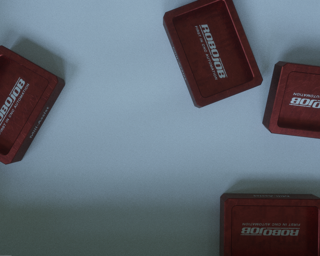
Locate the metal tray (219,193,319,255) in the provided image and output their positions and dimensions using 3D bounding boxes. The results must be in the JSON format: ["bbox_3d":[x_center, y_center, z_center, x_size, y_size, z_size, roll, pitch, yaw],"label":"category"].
[{"bbox_3d":[0.147,0.135,0.409,0.131,0.030,0.089,1,90,0],"label":"metal tray"}]

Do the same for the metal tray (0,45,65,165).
[{"bbox_3d":[-0.198,-0.029,0.407,0.090,0.030,0.130,30,90,0],"label":"metal tray"}]

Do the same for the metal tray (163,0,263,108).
[{"bbox_3d":[0.068,-0.101,0.409,0.090,0.030,0.129,-21,90,0],"label":"metal tray"}]

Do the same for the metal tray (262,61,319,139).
[{"bbox_3d":[0.208,-0.033,0.398,0.131,0.030,0.089,7,106,0],"label":"metal tray"}]
